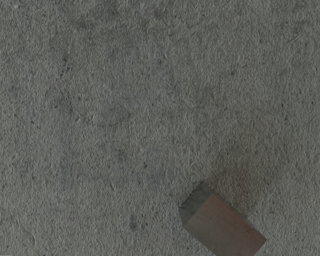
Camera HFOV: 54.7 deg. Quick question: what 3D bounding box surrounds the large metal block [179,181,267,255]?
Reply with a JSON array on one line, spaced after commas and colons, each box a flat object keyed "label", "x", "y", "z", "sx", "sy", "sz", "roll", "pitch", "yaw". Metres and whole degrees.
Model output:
[{"label": "large metal block", "x": 0.072, "y": 0.117, "z": 0.383, "sx": 0.080, "sy": 0.080, "sz": 0.050, "roll": 40, "pitch": 90, "yaw": 0}]
